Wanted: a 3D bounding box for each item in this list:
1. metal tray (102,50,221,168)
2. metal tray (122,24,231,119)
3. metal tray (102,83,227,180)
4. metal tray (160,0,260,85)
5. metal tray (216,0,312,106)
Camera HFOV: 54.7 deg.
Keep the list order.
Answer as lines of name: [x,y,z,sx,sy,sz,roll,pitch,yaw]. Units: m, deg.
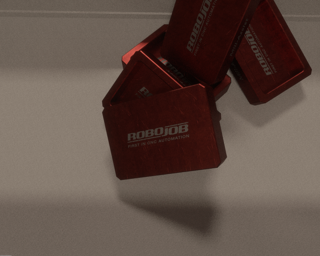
metal tray: [-0.001,-0.023,0.390,0.130,0.030,0.090,43,111,14]
metal tray: [0.022,-0.075,0.434,0.090,0.030,0.130,-41,75,-14]
metal tray: [0.003,0.007,0.359,0.130,0.030,0.089,-11,91,25]
metal tray: [0.059,-0.131,0.384,0.090,0.129,0.030,35,36,22]
metal tray: [0.137,-0.108,0.424,0.090,0.030,0.130,-31,94,-11]
